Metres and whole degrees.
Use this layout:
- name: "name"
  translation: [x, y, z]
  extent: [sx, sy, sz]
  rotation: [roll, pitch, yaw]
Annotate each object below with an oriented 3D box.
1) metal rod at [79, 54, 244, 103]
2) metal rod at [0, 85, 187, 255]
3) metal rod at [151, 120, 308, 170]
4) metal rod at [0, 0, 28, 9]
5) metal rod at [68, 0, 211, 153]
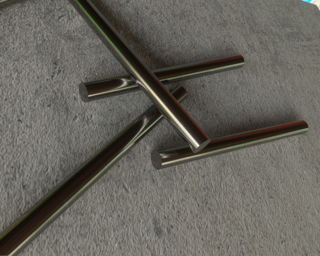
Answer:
- name: "metal rod"
  translation: [0.023, -0.081, 0.467]
  extent: [0.302, 0.025, 0.025]
  rotation: [-18, 72, -35]
- name: "metal rod"
  translation: [-0.056, 0.029, 0.356]
  extent: [0.025, 0.025, 0.302]
  rotation: [45, 51, 2]
- name: "metal rod"
  translation: [0.121, 0.019, 0.460]
  extent: [0.303, 0.025, 0.025]
  rotation: [-9, 67, -32]
- name: "metal rod"
  translation: [-0.190, -0.180, 0.412]
  extent: [0.025, 0.025, 0.302]
  rotation: [44, 51, 2]
- name: "metal rod"
  translation: [-0.040, -0.089, 0.408]
  extent: [0.025, 0.025, 0.300]
  rotation: [-24, 66, -37]
